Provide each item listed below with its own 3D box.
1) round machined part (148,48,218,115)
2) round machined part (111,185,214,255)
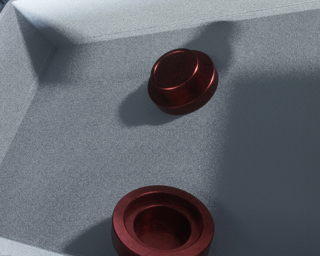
[{"bbox_3d":[0.026,-0.070,0.424,0.098,0.042,0.098,-13,56,21],"label":"round machined part"},{"bbox_3d":[0.001,0.105,0.308,0.099,0.042,0.098,6,30,-3],"label":"round machined part"}]
